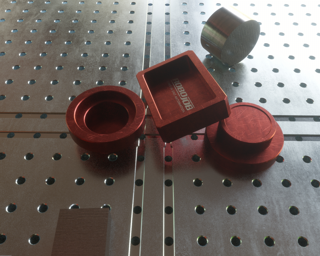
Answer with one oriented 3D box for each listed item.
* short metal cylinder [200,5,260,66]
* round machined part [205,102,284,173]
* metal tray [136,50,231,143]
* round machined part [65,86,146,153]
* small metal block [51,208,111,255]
[{"bbox_3d":[0.113,-0.147,0.497,0.081,0.080,0.050,-27,55,-21],"label":"short metal cylinder"},{"bbox_3d":[0.108,0.005,0.394,0.099,0.042,0.098,0,50,0],"label":"round machined part"},{"bbox_3d":[0.026,-0.047,0.415,0.090,0.030,0.130,-24,43,1],"label":"metal tray"},{"bbox_3d":[-0.068,-0.007,0.402,0.099,0.042,0.098,0,50,0],"label":"round machined part"},{"bbox_3d":[-0.078,0.110,0.314,0.050,0.025,0.050,-1,50,-1],"label":"small metal block"}]
